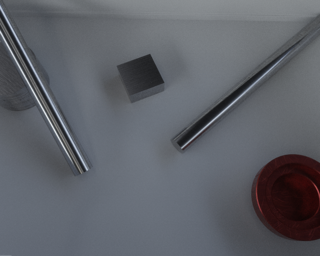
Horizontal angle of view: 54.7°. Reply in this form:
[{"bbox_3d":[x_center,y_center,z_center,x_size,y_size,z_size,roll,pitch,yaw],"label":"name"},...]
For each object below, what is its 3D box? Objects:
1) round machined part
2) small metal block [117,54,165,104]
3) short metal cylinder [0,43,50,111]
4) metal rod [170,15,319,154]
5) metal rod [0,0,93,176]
[{"bbox_3d":[0.159,0.084,0.372,0.099,0.042,0.098,0,70,-1],"label":"round machined part"},{"bbox_3d":[-0.027,-0.069,0.435,0.050,0.025,0.050,-22,72,-8],"label":"small metal block"},{"bbox_3d":[-0.198,-0.069,0.419,0.081,0.050,0.080,0,70,0],"label":"short metal cylinder"},{"bbox_3d":[0.135,-0.069,0.436,0.301,0.025,0.025,-39,75,-14],"label":"metal rod"},{"bbox_3d":[-0.164,-0.078,0.377,0.025,0.025,0.299,-28,95,-10],"label":"metal rod"}]
